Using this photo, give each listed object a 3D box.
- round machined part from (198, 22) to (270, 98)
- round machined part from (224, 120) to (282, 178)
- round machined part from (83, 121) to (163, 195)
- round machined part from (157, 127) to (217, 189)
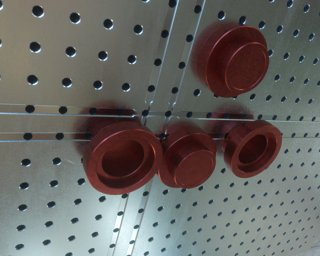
[{"bbox_3d":[0.103,-0.084,0.406,0.099,0.042,0.097,-14,124,-21],"label":"round machined part"},{"bbox_3d":[0.144,0.029,0.499,0.099,0.042,0.097,-14,125,-21],"label":"round machined part"},{"bbox_3d":[-0.050,0.034,0.396,0.099,0.042,0.097,-14,125,-21],"label":"round machined part"},{"bbox_3d":[0.043,0.050,0.457,0.099,0.042,0.097,-14,125,-21],"label":"round machined part"}]
